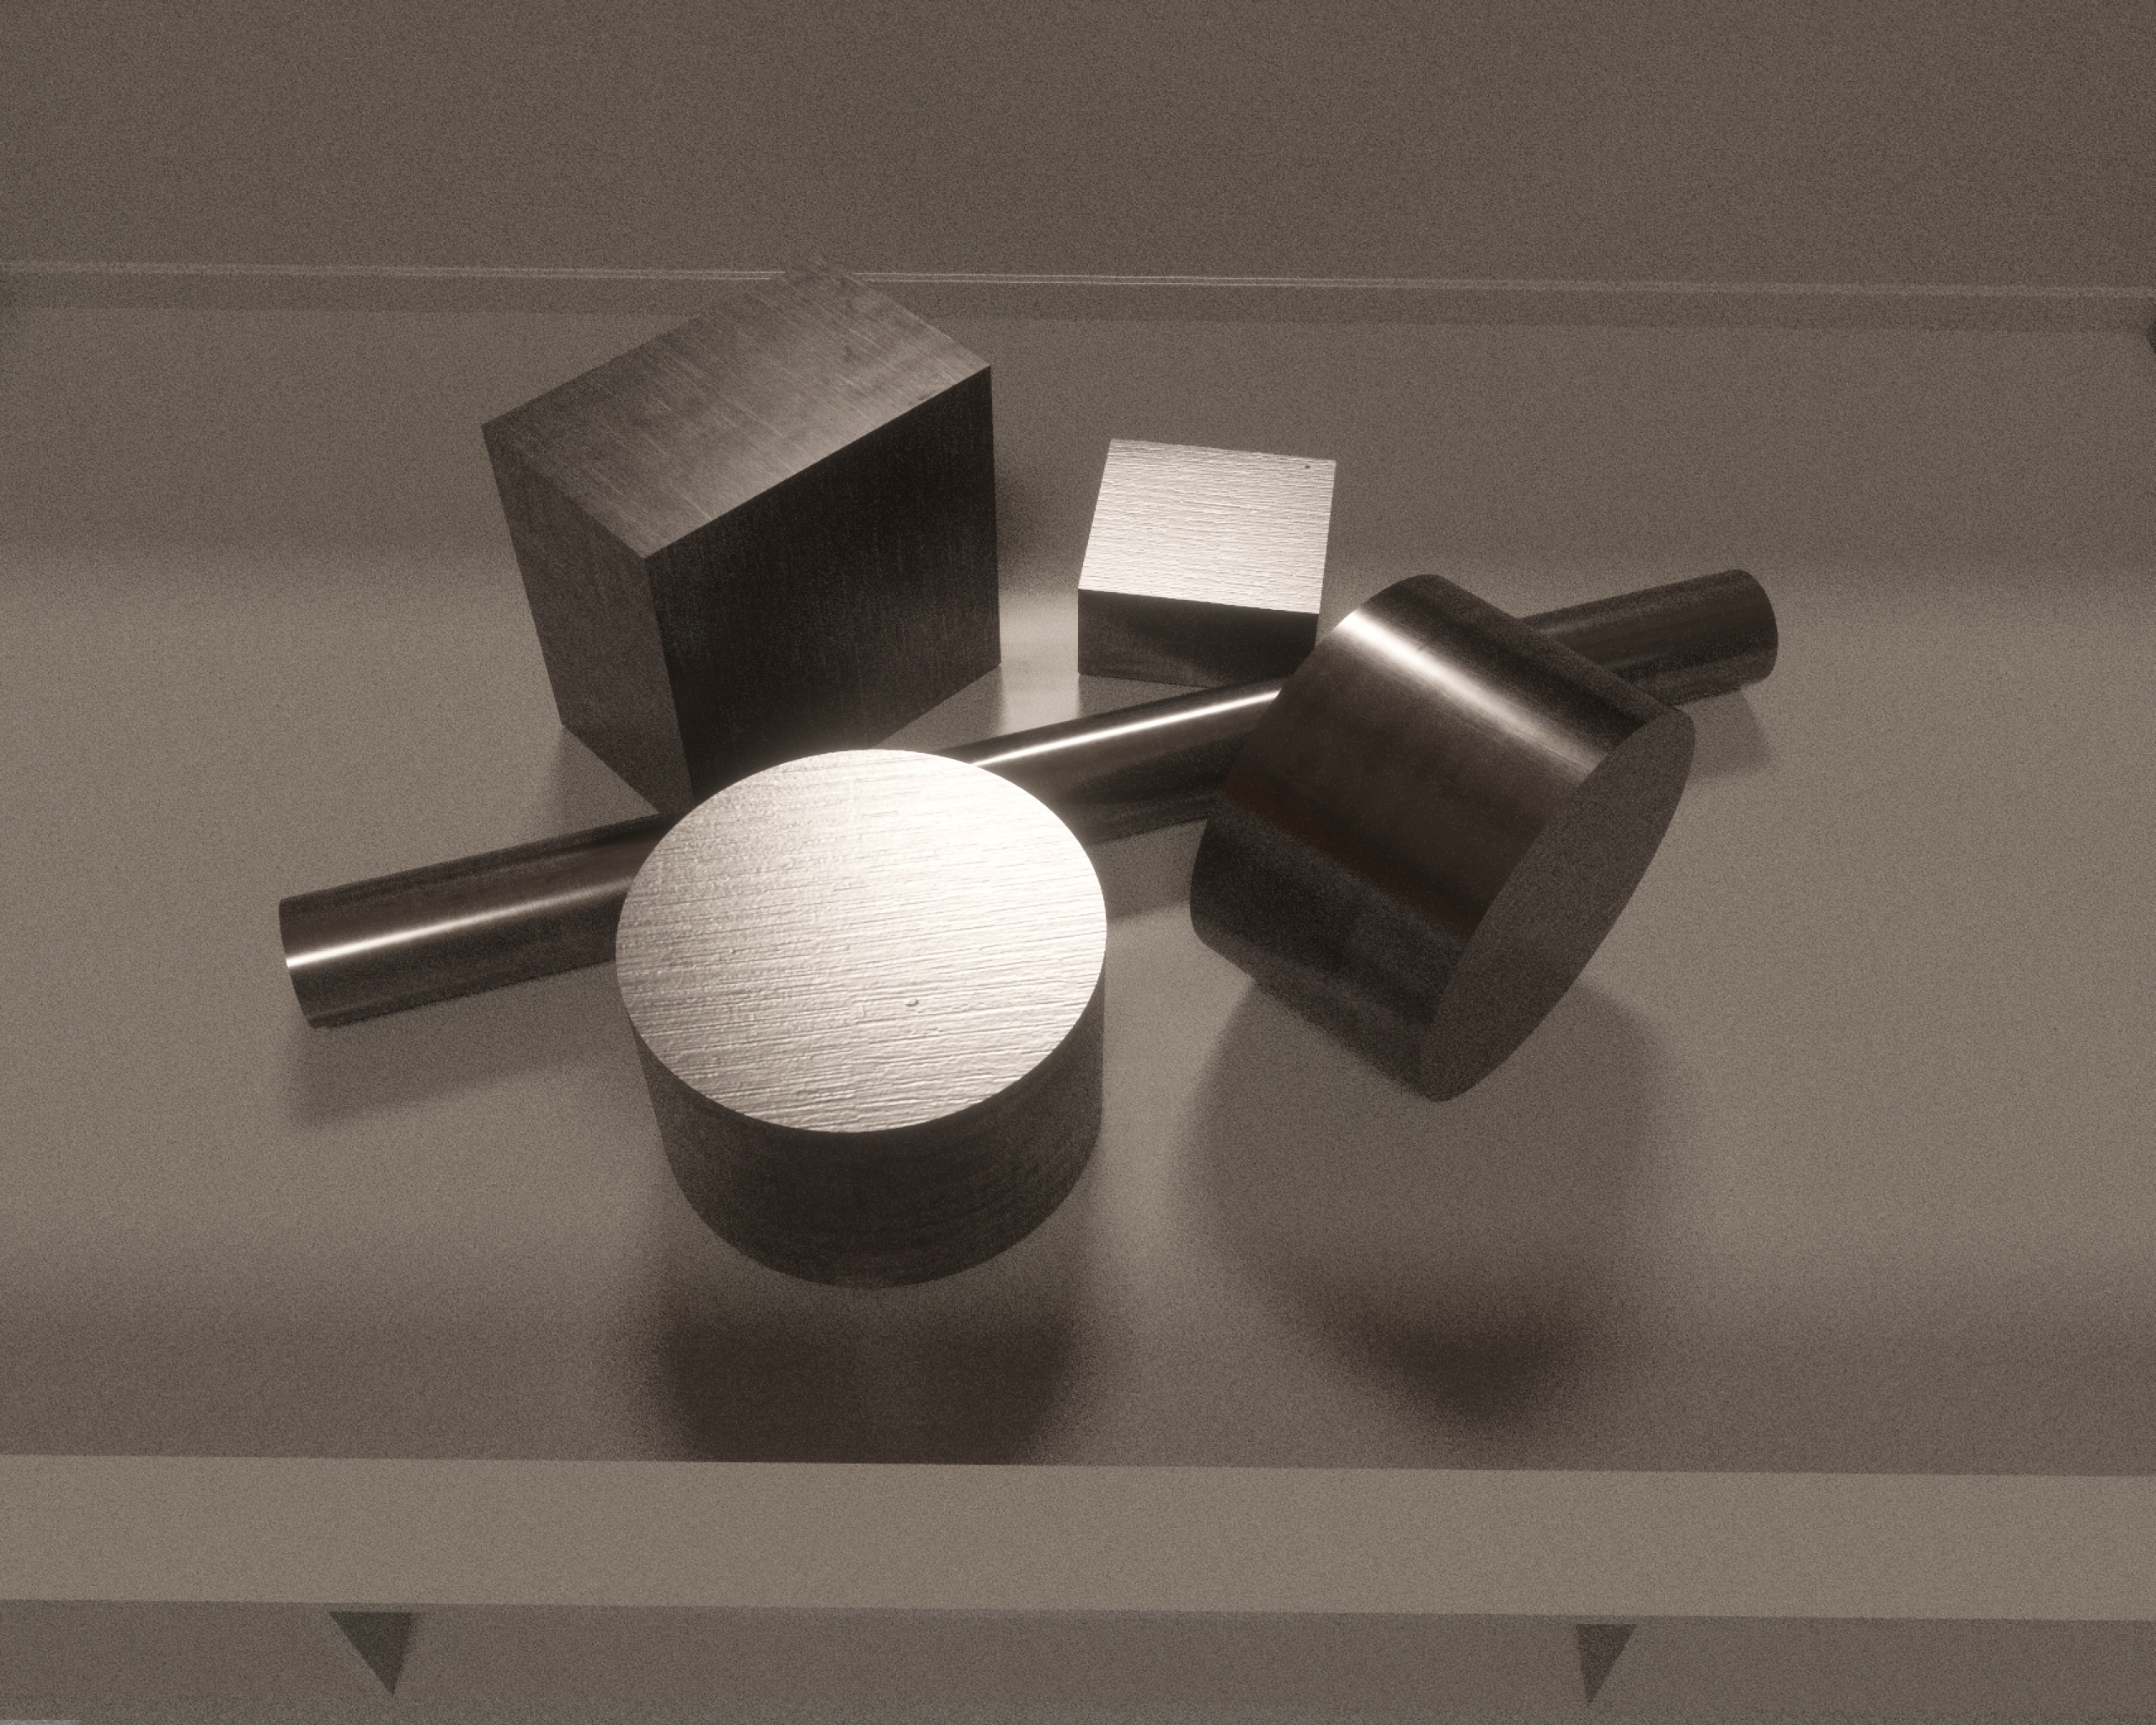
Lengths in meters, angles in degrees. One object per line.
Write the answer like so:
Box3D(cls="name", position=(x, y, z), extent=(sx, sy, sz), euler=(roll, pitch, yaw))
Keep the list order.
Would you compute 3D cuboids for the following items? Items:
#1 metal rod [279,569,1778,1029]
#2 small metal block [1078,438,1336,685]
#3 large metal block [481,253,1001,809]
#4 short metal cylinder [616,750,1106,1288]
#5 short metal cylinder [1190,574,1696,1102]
Box3D(cls="metal rod", position=(0.000, -0.016, 0.417), extent=(0.302, 0.025, 0.025), euler=(-14, 52, -12))
Box3D(cls="small metal block", position=(0.029, -0.065, 0.458), extent=(0.050, 0.025, 0.050), euler=(7, 50, 5))
Box3D(cls="large metal block", position=(-0.063, -0.062, 0.420), extent=(0.080, 0.080, 0.050), euler=(-36, 59, -26))
Box3D(cls="short metal cylinder", position=(-0.036, 0.026, 0.364), extent=(0.081, 0.050, 0.080), euler=(0, 50, 0))
Box3D(cls="short metal cylinder", position=(0.065, -0.004, 0.372), extent=(0.050, 0.080, 0.080), euler=(35, 58, 25))
